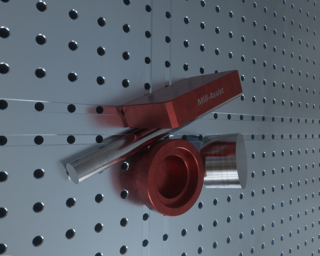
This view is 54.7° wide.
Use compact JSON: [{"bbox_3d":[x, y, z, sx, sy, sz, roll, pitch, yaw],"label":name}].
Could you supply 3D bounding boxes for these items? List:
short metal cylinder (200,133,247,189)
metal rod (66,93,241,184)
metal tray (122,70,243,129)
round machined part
[{"bbox_3d":[0.095,0.049,0.453,0.080,0.050,0.080,-6,90,-65],"label":"short metal cylinder"},{"bbox_3d":[0.015,-0.005,0.421,0.302,0.025,0.025,-27,107,-37],"label":"metal rod"},{"bbox_3d":[0.030,-0.037,0.391,0.131,0.090,0.030,-27,108,-37],"label":"metal tray"},{"bbox_3d":[0.009,0.062,0.406,0.099,0.042,0.097,0,90,-40],"label":"round machined part"}]
